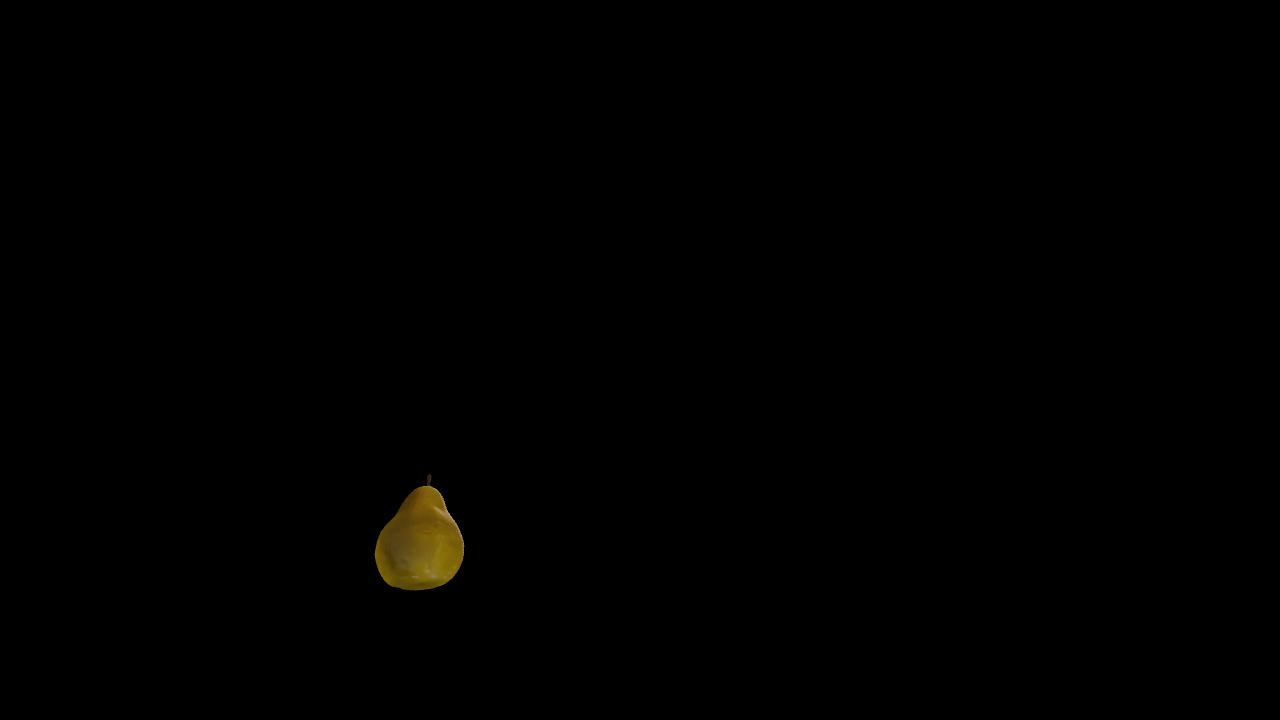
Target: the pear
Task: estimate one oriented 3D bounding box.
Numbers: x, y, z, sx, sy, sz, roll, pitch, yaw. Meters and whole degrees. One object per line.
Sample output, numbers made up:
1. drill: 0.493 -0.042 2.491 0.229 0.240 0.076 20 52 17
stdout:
1. pear: -0.201 0.153 0.572 0.080 0.111 0.080 -7 -28 -4
